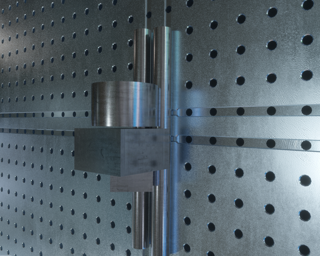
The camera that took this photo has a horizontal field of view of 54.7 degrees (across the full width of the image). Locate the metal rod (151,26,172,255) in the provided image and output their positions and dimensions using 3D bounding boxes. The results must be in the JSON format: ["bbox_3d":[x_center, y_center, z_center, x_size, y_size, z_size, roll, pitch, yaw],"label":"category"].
[{"bbox_3d":[0.002,0.020,0.407,0.025,0.025,0.298,1,91,39],"label":"metal rod"}]

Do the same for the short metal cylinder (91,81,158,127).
[{"bbox_3d":[-0.043,-0.027,0.379,0.080,0.081,0.050,1,91,39],"label":"short metal cylinder"}]

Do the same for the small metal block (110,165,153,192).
[{"bbox_3d":[-0.036,0.063,0.391,0.050,0.050,0.025,1,91,-5],"label":"small metal block"}]

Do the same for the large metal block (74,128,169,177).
[{"bbox_3d":[-0.046,0.025,0.377,0.080,0.081,0.050,1,91,39],"label":"large metal block"}]

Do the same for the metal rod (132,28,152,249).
[{"bbox_3d":[-0.025,0.015,0.430,0.025,0.025,0.298,1,91,39],"label":"metal rod"}]
